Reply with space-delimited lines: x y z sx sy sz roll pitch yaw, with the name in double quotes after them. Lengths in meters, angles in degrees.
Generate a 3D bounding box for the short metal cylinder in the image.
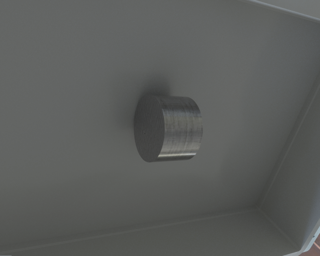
0.008 0.001 0.376 0.050 0.080 0.079 0 118 -29 "short metal cylinder"
